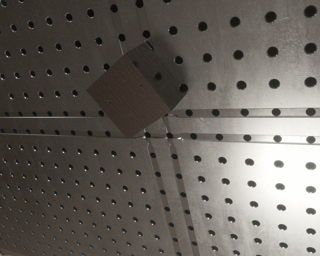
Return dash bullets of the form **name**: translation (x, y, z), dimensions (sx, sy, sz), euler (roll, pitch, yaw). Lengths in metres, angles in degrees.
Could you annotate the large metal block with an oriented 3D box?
- **large metal block**: translation (-0.029, -0.045, 0.381), dimensions (0.080, 0.050, 0.080), euler (-32, 101, 38)
